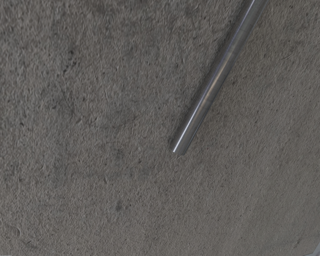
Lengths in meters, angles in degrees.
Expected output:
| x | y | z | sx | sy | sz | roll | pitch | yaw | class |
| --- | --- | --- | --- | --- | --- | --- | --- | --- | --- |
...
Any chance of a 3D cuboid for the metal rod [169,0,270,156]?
| x | y | z | sx | sy | sz | roll | pitch | yaw | class |
| --- | --- | --- | --- | --- | --- | --- | --- | --- | --- |
| 0.089 | -0.095 | 0.395 | 0.025 | 0.025 | 0.298 | 15 | 111 | -34 | metal rod |
